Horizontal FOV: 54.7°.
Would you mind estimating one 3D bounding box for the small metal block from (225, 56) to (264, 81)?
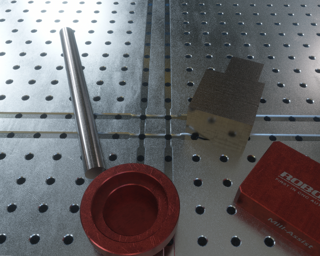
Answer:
[{"bbox_3d":[0.127,-0.080,0.477,0.050,0.025,0.050,19,52,14],"label":"small metal block"}]

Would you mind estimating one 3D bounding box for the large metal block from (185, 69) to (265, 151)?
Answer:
[{"bbox_3d":[0.087,-0.027,0.415,0.080,0.050,0.080,18,52,14],"label":"large metal block"}]

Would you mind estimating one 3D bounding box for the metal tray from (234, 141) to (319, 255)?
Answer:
[{"bbox_3d":[0.162,0.081,0.339,0.130,0.030,0.090,33,57,24],"label":"metal tray"}]

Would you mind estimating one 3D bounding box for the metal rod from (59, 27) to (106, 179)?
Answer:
[{"bbox_3d":[-0.120,-0.057,0.453,0.025,0.025,0.299,-13,51,-11],"label":"metal rod"}]

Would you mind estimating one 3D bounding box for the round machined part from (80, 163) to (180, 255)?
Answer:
[{"bbox_3d":[-0.030,0.089,0.322,0.099,0.042,0.098,0,50,0],"label":"round machined part"}]
